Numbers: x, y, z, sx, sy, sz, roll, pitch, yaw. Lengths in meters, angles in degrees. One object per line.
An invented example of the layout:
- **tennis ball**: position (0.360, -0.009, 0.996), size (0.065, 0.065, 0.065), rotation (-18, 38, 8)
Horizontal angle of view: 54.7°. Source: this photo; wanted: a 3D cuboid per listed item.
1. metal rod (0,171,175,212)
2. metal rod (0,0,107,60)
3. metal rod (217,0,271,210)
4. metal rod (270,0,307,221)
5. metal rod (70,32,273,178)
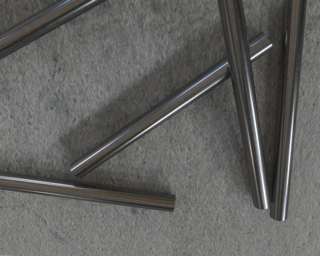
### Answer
- **metal rod**: position (-0.129, 0.087, 0.440), size (0.302, 0.025, 0.025), rotation (9, 110, -4)
- **metal rod**: position (-0.143, -0.120, 0.363), size (0.301, 0.025, 0.025), rotation (-25, 108, 8)
- **metal rod**: position (0.110, -0.017, 0.385), size (0.025, 0.025, 0.298), rotation (-15, 117, 5)
- **metal rod**: position (0.166, -0.009, 0.408), size (0.025, 0.025, 0.298), rotation (-4, 110, 1)
- **metal rod**: position (0.006, -0.023, 0.401), size (0.300, 0.025, 0.025), rotation (-34, 107, 11)
